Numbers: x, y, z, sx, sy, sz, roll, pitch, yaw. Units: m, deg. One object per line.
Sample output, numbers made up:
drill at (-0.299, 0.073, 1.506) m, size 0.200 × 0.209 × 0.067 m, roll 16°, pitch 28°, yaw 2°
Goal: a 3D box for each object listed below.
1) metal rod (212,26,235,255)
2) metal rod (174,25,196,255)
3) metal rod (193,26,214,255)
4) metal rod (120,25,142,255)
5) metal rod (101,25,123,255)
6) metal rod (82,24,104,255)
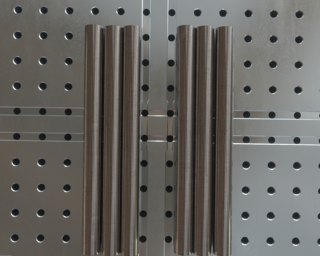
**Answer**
metal rod at (0.085, 0.017, 0.413) m, size 0.025 × 0.025 × 0.298 m, roll 1°, pitch 90°, yaw 0°
metal rod at (0.033, 0.016, 0.413) m, size 0.025 × 0.025 × 0.298 m, roll 1°, pitch 90°, yaw 0°
metal rod at (0.058, 0.017, 0.413) m, size 0.025 × 0.025 × 0.298 m, roll 1°, pitch 90°, yaw 0°
metal rod at (-0.038, 0.016, 0.413) m, size 0.025 × 0.025 × 0.298 m, roll 1°, pitch 90°, yaw 0°
metal rod at (-0.063, 0.017, 0.412) m, size 0.025 × 0.025 × 0.298 m, roll 1°, pitch 90°, yaw 0°
metal rod at (-0.089, 0.015, 0.412) m, size 0.025 × 0.025 × 0.298 m, roll 1°, pitch 90°, yaw 0°
